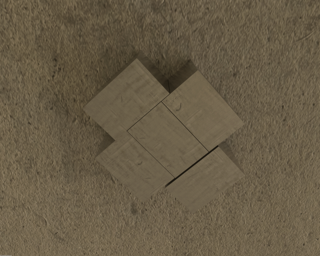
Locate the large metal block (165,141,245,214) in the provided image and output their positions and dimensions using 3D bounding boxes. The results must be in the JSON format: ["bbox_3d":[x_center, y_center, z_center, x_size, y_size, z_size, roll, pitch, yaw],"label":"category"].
[{"bbox_3d":[0.053,0.049,0.401,0.080,0.080,0.050,-40,106,13],"label":"large metal block"}]

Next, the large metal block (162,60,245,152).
[{"bbox_3d":[0.047,-0.030,0.372,0.050,0.080,0.080,-40,106,13],"label":"large metal block"}]

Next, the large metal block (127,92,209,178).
[{"bbox_3d":[0.009,0.001,0.383,0.050,0.080,0.080,-40,106,13],"label":"large metal block"}]

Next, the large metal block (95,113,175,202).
[{"bbox_3d":[-0.029,0.033,0.394,0.050,0.080,0.080,-40,106,13],"label":"large metal block"}]

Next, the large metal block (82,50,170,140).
[{"bbox_3d":[-0.037,-0.042,0.366,0.080,0.080,0.050,-40,106,13],"label":"large metal block"}]
